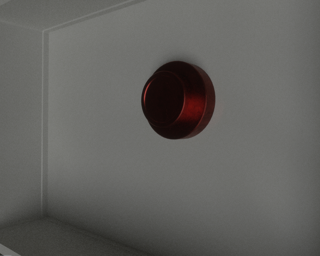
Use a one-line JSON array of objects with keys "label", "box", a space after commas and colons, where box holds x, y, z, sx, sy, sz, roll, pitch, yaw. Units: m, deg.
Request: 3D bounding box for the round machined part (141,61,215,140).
[{"label": "round machined part", "box": [0.015, -0.034, 0.384, 0.098, 0.042, 0.097, 0, 90, 40]}]
